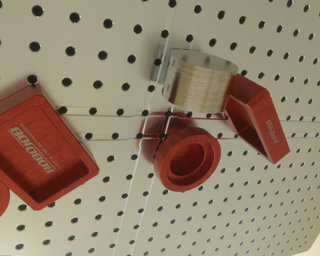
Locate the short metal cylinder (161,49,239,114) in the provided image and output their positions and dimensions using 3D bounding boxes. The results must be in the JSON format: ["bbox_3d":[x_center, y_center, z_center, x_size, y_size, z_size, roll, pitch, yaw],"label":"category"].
[{"bbox_3d":[0.046,-0.057,0.367,0.081,0.080,0.050,-2,119,-28],"label":"short metal cylinder"}]

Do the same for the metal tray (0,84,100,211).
[{"bbox_3d":[-0.139,0.027,0.349,0.090,0.030,0.130,-32,129,-8],"label":"metal tray"}]

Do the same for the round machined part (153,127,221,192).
[{"bbox_3d":[0.035,0.040,0.446,0.099,0.042,0.097,-14,125,-21],"label":"round machined part"}]

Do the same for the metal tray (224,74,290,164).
[{"bbox_3d":[0.124,-0.016,0.429,0.030,0.090,0.130,-39,130,-2],"label":"metal tray"}]

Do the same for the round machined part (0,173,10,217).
[{"bbox_3d":[-0.216,0.081,0.332,0.099,0.042,0.097,-14,125,-21],"label":"round machined part"}]
